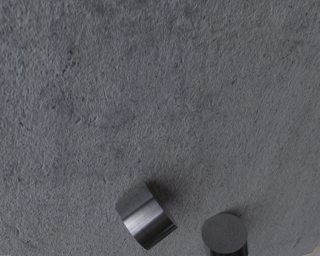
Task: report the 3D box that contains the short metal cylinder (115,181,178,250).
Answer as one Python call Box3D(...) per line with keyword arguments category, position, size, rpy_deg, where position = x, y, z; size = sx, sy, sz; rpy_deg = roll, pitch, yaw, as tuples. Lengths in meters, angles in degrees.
Box3D(category="short metal cylinder", position=(-0.018, 0.122, 0.437), size=(0.050, 0.080, 0.080), rpy_deg=(-37, 129, -4))

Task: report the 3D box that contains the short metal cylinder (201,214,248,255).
Box3D(category="short metal cylinder", position=(0.119, 0.204, 0.562), size=(0.080, 0.080, 0.050), rpy_deg=(-24, 127, -13))
